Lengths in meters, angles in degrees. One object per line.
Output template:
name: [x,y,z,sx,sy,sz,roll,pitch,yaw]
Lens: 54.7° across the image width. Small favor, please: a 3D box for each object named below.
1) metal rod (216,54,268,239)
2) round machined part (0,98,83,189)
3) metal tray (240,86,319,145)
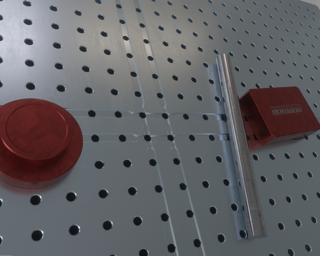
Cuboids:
metal rod: [0.117,0.008,0.465,0.025,0.025,0.299,11,57,-22]
round machined part: [-0.129,0.010,0.322,0.099,0.042,0.098,14,56,-21]
metal tray: [0.207,-0.024,0.532,0.131,0.030,0.090,-7,65,-31]
